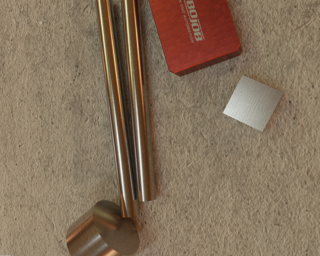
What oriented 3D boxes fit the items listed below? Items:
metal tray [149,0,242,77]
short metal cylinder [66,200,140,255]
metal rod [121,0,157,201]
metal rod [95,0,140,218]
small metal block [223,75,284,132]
[{"bbox_3d":[0.041,-0.141,0.391,0.090,0.030,0.129,-17,84,18],"label":"metal tray"},{"bbox_3d":[-0.073,0.142,0.404,0.050,0.080,0.080,-42,77,15],"label":"short metal cylinder"},{"bbox_3d":[-0.030,-0.053,0.418,0.025,0.025,0.298,-6,88,19],"label":"metal rod"},{"bbox_3d":[-0.059,-0.029,0.428,0.025,0.025,0.298,-8,87,19],"label":"metal rod"},{"bbox_3d":[0.111,-0.029,0.370,0.050,0.025,0.050,28,99,17],"label":"small metal block"}]
